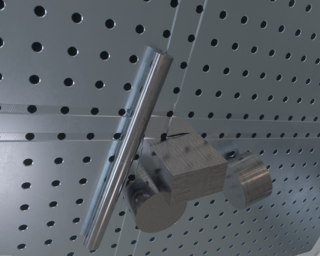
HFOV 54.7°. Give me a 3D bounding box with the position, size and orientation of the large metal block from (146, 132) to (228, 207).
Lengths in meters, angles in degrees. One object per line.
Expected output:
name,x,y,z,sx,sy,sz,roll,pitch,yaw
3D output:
large metal block,0.034,0.053,0.427,0.081,0.080,0.050,-10,123,-23

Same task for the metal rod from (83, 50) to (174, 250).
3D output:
metal rod,-0.049,0.043,0.411,0.025,0.025,0.298,9,114,-33

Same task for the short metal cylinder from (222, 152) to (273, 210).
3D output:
short metal cylinder,0.134,0.084,0.502,0.050,0.080,0.079,-20,126,-16

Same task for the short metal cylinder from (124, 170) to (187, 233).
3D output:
short metal cylinder,-0.007,0.107,0.457,0.081,0.050,0.079,-14,125,-21
